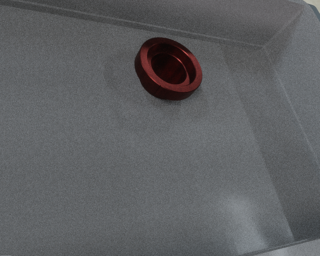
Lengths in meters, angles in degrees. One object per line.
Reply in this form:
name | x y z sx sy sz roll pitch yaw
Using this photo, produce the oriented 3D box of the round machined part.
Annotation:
round machined part | 0.009 -0.080 0.450 0.099 0.042 0.098 14 56 -21
